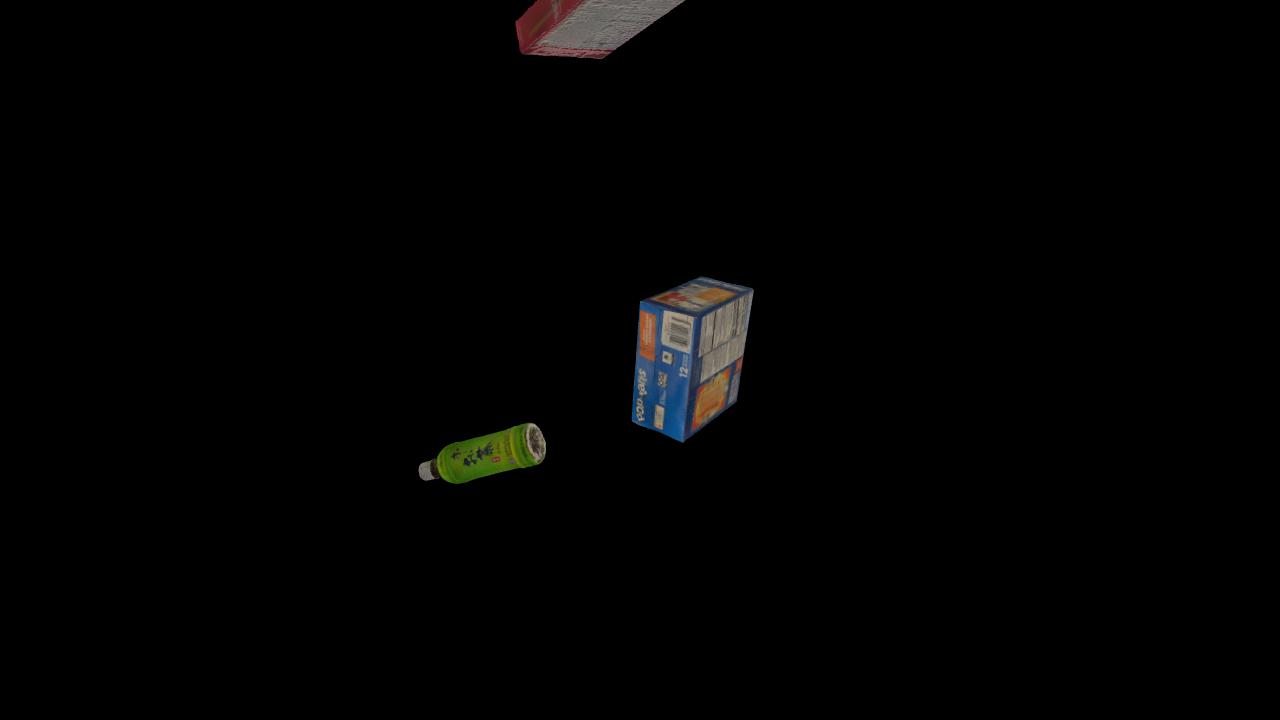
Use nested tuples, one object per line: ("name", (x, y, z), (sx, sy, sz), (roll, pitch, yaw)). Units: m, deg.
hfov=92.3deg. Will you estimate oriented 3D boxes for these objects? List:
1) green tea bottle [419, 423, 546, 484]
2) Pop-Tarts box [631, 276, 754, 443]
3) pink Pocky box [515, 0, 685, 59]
("green tea bottle", (-0.260, 0.159, 0.997), (0.212, 0.073, 0.073), (-18, -4, 13))
("Pop-Tarts box", (0.066, -0.006, 0.779), (0.083, 0.167, 0.141), (22, 31, 31))
("pink Pocky box", (-0.024, -0.273, 0.469), (0.084, 0.029, 0.155), (-16, 11, -34))
